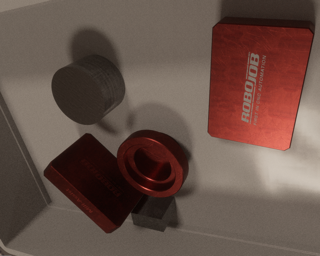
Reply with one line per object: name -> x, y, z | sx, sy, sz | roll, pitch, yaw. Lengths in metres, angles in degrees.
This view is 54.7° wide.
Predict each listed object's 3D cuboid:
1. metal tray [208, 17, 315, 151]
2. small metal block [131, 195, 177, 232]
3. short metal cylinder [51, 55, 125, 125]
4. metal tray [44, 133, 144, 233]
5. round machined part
metal tray -> 0.100, -0.045, 0.324 | 0.090, 0.030, 0.129 | 11, 123, 21
small metal block -> -0.009, 0.127, 0.474 | 0.050, 0.050, 0.025 | 5, 121, 25
short metal cylinder -> -0.093, -0.051, 0.409 | 0.080, 0.050, 0.079 | 13, 124, 20
metal tray -> -0.093, 0.079, 0.462 | 0.130, 0.090, 0.030 | 44, 129, -3
round machined part -> -0.006, 0.044, 0.427 | 0.098, 0.042, 0.097 | 13, 124, 20
